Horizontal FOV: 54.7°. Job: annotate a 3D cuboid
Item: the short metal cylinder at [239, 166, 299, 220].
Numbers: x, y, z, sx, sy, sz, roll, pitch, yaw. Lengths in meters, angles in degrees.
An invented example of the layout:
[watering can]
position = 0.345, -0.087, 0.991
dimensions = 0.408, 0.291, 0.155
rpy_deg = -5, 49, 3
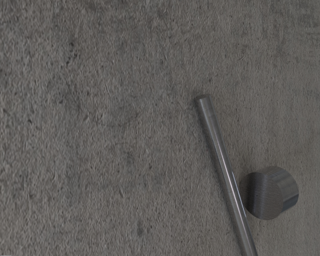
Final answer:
[short metal cylinder]
position = 0.183, 0.108, 0.523
dimensions = 0.050, 0.080, 0.079
rpy_deg = -10, 96, -40

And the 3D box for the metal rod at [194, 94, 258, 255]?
[metal rod]
position = 0.110, 0.089, 0.497
dimensions = 0.025, 0.025, 0.298
rpy_deg = -31, 110, -36
